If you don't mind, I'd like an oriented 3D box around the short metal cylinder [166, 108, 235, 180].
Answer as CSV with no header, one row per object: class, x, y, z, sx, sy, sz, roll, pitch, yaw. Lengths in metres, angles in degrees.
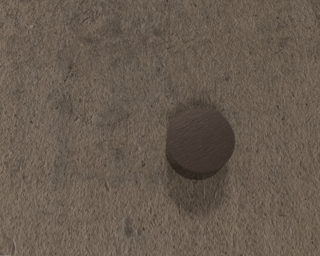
short metal cylinder,0.048,0.021,0.388,0.081,0.050,0.080,0,70,0
